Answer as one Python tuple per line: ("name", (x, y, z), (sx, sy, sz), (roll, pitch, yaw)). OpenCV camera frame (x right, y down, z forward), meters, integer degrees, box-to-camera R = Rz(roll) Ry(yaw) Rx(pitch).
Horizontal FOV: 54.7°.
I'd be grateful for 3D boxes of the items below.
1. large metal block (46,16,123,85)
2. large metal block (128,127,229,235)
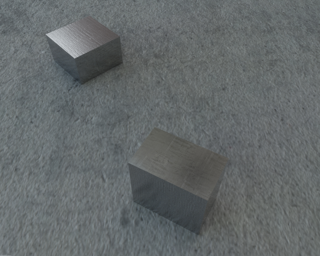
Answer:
("large metal block", (-0.118, -0.125, 0.491), (0.080, 0.050, 0.080), (-35, 59, -26))
("large metal block", (0.018, 0.056, 0.321), (0.080, 0.080, 0.050), (23, 54, 18))
